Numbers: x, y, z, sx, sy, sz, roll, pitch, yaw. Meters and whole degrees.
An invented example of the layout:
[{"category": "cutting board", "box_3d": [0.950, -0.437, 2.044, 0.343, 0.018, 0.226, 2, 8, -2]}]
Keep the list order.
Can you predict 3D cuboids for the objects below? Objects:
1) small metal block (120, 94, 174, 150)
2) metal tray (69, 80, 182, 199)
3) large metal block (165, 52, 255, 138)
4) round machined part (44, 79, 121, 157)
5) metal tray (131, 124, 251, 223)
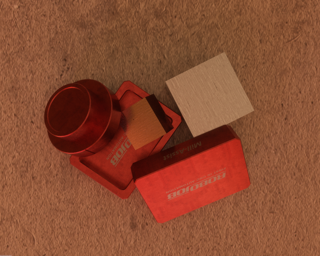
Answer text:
[{"category": "small metal block", "box_3d": [-0.019, -0.007, 0.388, 0.050, 0.025, 0.050, -29, 93, 28]}, {"category": "metal tray", "box_3d": [-0.043, 0.015, 0.407, 0.090, 0.030, 0.130, 35, 90, 0]}, {"category": "large metal block", "box_3d": [0.060, -0.039, 0.399, 0.080, 0.050, 0.080, -27, 90, 0]}, {"category": "round machined part", "box_3d": [-0.101, -0.016, 0.381, 0.098, 0.042, 0.098, -8, 70, 22]}, {"category": "metal tray", "box_3d": [0.041, 0.060, 0.386, 0.131, 0.030, 0.090, -23, 126, 0]}]
